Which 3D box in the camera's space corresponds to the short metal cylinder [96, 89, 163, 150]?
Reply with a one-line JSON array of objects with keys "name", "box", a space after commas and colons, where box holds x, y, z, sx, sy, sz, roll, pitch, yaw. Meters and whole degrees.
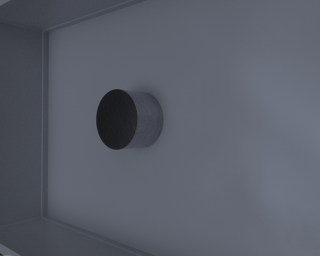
[{"name": "short metal cylinder", "box": [-0.042, -0.011, 0.427, 0.080, 0.050, 0.080, 0, 90, 40]}]
